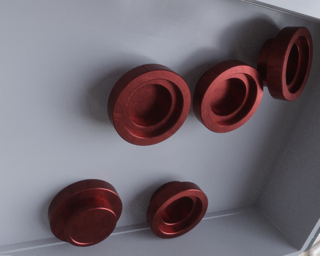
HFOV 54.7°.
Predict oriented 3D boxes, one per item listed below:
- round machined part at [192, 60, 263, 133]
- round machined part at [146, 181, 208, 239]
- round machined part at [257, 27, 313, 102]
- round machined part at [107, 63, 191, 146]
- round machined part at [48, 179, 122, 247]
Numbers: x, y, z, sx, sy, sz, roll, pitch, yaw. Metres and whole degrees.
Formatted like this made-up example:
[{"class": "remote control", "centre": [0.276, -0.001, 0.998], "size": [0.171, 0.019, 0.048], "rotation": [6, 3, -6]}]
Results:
[{"class": "round machined part", "centre": [0.086, -0.045, 0.419], "size": [0.099, 0.042, 0.097], "rotation": [-14, 124, -21]}, {"class": "round machined part", "centre": [0.023, 0.123, 0.489], "size": [0.099, 0.042, 0.097], "rotation": [-14, 125, -21]}, {"class": "round machined part", "centre": [0.168, -0.088, 0.423], "size": [0.099, 0.042, 0.097], "rotation": [-18, 115, -43]}, {"class": "round machined part", "centre": [-0.016, -0.031, 0.371], "size": [0.099, 0.042, 0.097], "rotation": [-14, 125, -21]}, {"class": "round machined part", "centre": [-0.098, 0.121, 0.421], "size": [0.099, 0.042, 0.097], "rotation": [-14, 125, -21]}]
